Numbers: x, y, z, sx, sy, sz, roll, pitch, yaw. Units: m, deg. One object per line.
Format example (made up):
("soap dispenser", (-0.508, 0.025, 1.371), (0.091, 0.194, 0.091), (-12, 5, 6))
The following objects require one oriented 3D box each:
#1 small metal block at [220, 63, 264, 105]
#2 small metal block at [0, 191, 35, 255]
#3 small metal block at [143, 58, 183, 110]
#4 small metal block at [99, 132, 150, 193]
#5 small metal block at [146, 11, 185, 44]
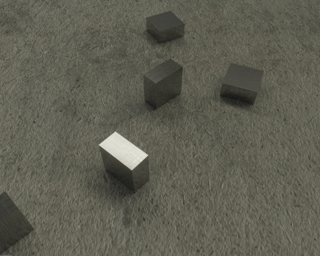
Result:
("small metal block", (0.122, -0.067, 0.460), (0.050, 0.025, 0.050), (17, 52, 14))
("small metal block", (-0.160, 0.098, 0.304), (0.050, 0.050, 0.025), (-37, 59, -27))
("small metal block", (0.005, -0.062, 0.439), (0.050, 0.050, 0.025), (-36, 59, -26))
("small metal block", (-0.040, 0.040, 0.353), (0.050, 0.050, 0.025), (33, 58, 25))
("small metal block", (0.009, -0.181, 0.555), (0.050, 0.025, 0.050), (-23, 54, -18))
